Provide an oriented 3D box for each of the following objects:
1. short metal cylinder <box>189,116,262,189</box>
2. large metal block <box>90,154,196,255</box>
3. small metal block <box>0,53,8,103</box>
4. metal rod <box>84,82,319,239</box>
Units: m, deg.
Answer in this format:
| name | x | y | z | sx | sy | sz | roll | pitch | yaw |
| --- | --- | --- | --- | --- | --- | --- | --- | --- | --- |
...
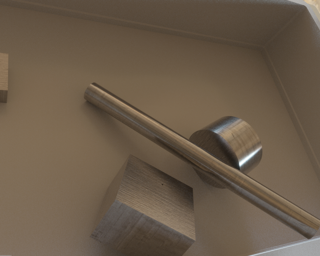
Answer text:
| name | x | y | z | sx | sy | sz | roll | pitch | yaw |
| --- | --- | --- | --- | --- | --- | --- | --- | --- | --- |
| short metal cylinder | 0.082 | 0.030 | 0.398 | 0.050 | 0.080 | 0.080 | -27 | 77 | -37 |
| large metal block | -0.013 | 0.083 | 0.312 | 0.080 | 0.050 | 0.080 | 30 | 22 | -9 |
| small metal block | -0.194 | -0.057 | 0.336 | 0.050 | 0.025 | 0.050 | 2 | 61 | -28 |
| metal rod | 0.038 | 0.031 | 0.360 | 0.301 | 0.025 | 0.025 | 32 | 50 | 11 |
